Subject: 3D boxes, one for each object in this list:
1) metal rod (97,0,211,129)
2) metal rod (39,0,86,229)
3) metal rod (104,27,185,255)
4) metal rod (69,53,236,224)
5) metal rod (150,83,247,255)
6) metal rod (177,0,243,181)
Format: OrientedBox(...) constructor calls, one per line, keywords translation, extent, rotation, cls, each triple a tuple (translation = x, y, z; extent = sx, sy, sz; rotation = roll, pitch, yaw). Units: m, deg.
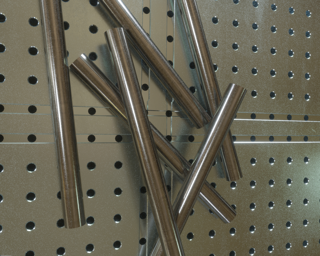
OrientedBox(translation=(-0.031, -0.120, 0.400), extent=(0.025, 0.025, 0.300), rotation=(-43, 104, -15), cls="metal rod")
OrientedBox(translation=(-0.117, -0.031, 0.369), extent=(0.025, 0.025, 0.298), rotation=(-7, 92, -20), cls="metal rod")
OrientedBox(translation=(-0.016, 0.029, 0.374), extent=(0.025, 0.025, 0.299), rotation=(-15, 91, -19), cls="metal rod")
OrientedBox(translation=(0.000, 0.023, 0.412), extent=(0.300, 0.025, 0.025), rotation=(46, 76, -14), cls="metal rod")
OrientedBox(translation=(0.038, 0.083, 0.402), extent=(0.025, 0.025, 0.299), rotation=(24, 91, -19), cls="metal rod")
OrientedBox(translation=(0.067, -0.070, 0.436), extent=(0.025, 0.025, 0.299), rotation=(-18, 96, -19), cls="metal rod")
